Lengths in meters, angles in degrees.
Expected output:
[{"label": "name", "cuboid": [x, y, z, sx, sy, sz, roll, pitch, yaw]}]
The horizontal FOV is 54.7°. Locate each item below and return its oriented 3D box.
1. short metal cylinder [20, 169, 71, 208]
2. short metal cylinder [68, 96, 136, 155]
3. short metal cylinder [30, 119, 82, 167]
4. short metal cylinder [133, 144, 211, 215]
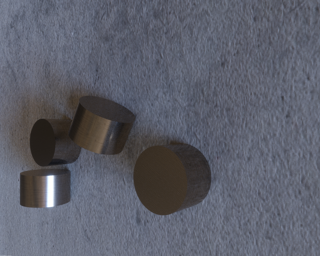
[{"label": "short metal cylinder", "cuboid": [-0.194, 0.100, 0.526, 0.080, 0.081, 0.050, 1, 91, 39]}, {"label": "short metal cylinder", "cuboid": [-0.081, -0.005, 0.434, 0.080, 0.081, 0.050, 36, 112, 33]}, {"label": "short metal cylinder", "cuboid": [-0.180, 0.024, 0.534, 0.080, 0.050, 0.079, 0, 90, 39]}, {"label": "short metal cylinder", "cuboid": [0.014, 0.060, 0.375, 0.080, 0.050, 0.079, 0, 90, 39]}]
